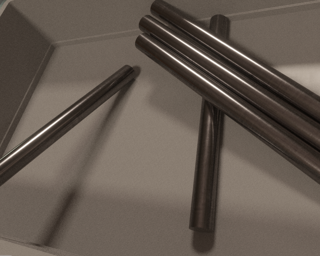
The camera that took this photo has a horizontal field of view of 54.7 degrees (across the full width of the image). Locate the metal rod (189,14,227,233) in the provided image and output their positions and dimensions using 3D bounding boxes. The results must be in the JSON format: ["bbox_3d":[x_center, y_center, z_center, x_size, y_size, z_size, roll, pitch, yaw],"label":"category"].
[{"bbox_3d":[0.064,-0.026,0.387,0.025,0.025,0.299,-5,59,25],"label":"metal rod"}]

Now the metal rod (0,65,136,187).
[{"bbox_3d":[-0.134,0.001,0.400,0.025,0.025,0.301,16,47,34],"label":"metal rod"}]

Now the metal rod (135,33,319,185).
[{"bbox_3d":[0.072,-0.034,0.359,0.025,0.025,0.300,-46,60,-4],"label":"metal rod"}]

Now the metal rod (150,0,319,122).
[{"bbox_3d":[0.090,-0.091,0.386,0.025,0.025,0.300,-45,60,-3],"label":"metal rod"}]

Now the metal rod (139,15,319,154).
[{"bbox_3d":[0.076,-0.065,0.375,0.025,0.025,0.300,-46,60,-4],"label":"metal rod"}]
